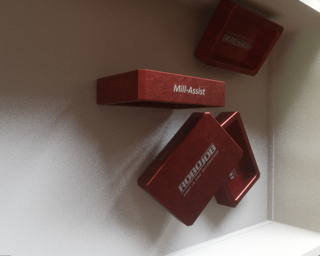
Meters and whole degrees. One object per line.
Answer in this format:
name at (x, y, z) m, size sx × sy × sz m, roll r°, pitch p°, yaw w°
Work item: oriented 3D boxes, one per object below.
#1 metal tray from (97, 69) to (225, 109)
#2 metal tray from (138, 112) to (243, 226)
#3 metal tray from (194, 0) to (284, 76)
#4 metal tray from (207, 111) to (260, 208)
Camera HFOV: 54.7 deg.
metal tray at (0.003, -0.041, 0.368) m, size 0.131 × 0.090 × 0.030 m, roll 0°, pitch 90°, yaw -40°
metal tray at (0.044, 0.053, 0.418) m, size 0.090 × 0.030 × 0.130 m, roll 46°, pitch 74°, yaw -22°
metal tray at (0.124, -0.134, 0.479) m, size 0.131 × 0.030 × 0.089 m, roll 2°, pitch 125°, yaw -40°
metal tray at (0.110, 0.050, 0.498) m, size 0.091 × 0.030 × 0.129 m, roll -37°, pitch 113°, yaw -34°
